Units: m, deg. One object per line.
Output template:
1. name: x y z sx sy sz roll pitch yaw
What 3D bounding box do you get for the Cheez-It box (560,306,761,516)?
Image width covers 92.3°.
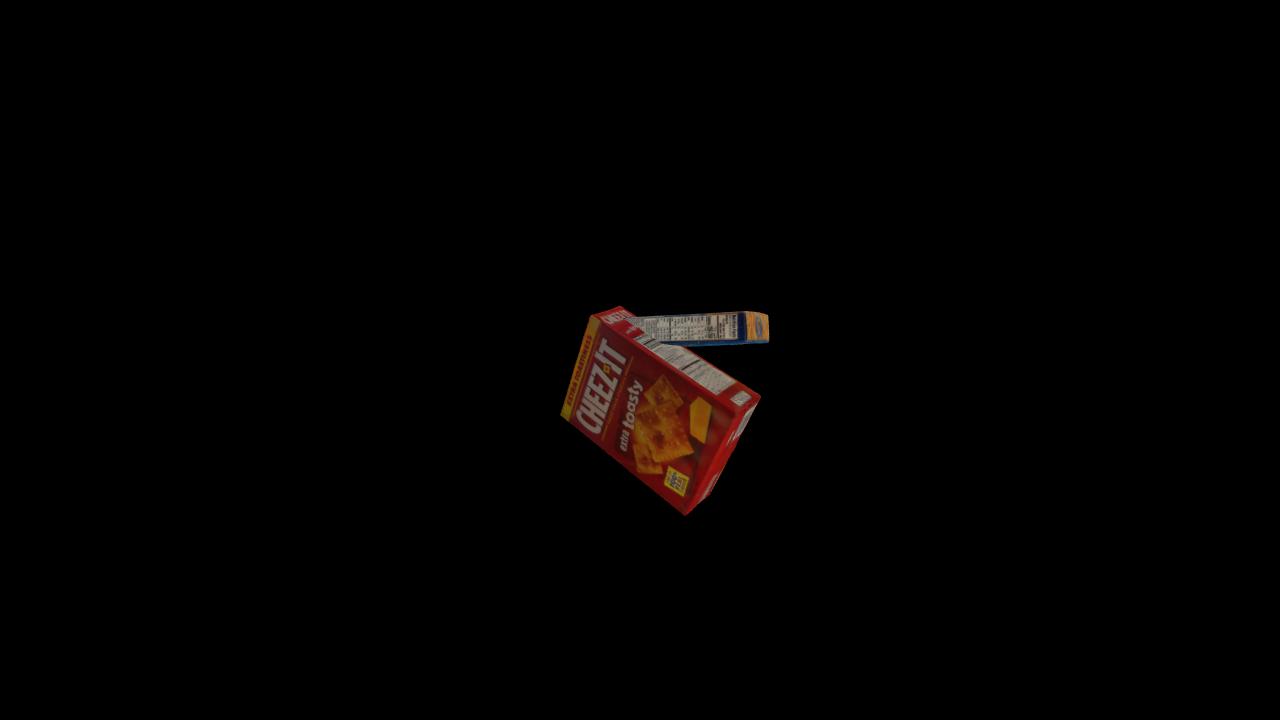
1. Cheez-It box: 0.015 0.058 0.766 0.223 0.166 0.071 35 33 23

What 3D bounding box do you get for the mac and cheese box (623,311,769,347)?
1. mac and cheese box: 0.059 -0.037 0.767 0.184 0.041 0.093 -1 -1 27
